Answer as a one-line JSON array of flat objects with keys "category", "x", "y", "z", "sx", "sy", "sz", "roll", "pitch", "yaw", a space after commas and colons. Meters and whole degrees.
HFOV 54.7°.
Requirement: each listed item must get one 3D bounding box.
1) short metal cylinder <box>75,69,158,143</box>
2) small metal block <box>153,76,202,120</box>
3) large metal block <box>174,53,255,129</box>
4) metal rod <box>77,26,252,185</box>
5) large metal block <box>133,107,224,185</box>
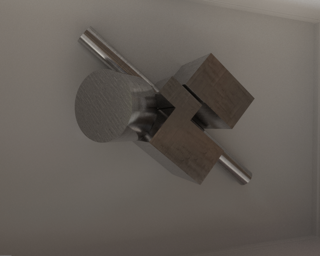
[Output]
[{"category": "short metal cylinder", "x": -0.050, "y": -0.024, "z": 0.356, "sx": 0.050, "sy": 0.080, "sz": 0.079, "roll": 1, "pitch": 90, "yaw": -60}, {"category": "small metal block", "x": 0.016, "y": -0.034, "z": 0.378, "sx": 0.050, "sy": 0.050, "sz": 0.025, "roll": 43, "pitch": 77, "yaw": -16}, {"category": "large metal block", "x": 0.059, "y": -0.044, "z": 0.404, "sx": 0.080, "sy": 0.080, "sz": 0.050, "roll": 42, "pitch": 77, "yaw": -16}, {"category": "metal rod", "x": 0.017, "y": -0.020, "z": 0.417, "sx": 0.300, "sy": 0.025, "sz": 0.025, "roll": 41, "pitch": 77, "yaw": -16}, {"category": "large metal block", "x": 0.018, "y": 0.021, "z": 0.388, "sx": 0.080, "sy": 0.080, "sz": 0.050, "roll": 41, "pitch": 77, "yaw": -16}]
